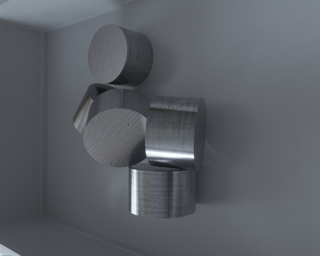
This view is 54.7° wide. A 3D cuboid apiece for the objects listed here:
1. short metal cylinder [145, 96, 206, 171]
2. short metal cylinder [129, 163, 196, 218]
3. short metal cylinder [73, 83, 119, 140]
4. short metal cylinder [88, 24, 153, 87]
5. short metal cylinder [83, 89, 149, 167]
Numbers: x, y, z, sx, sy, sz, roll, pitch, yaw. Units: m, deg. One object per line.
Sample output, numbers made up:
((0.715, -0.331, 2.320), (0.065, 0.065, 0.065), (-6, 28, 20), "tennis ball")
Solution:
((0.020, 0.005, 0.346), (0.050, 0.080, 0.079), (4, 93, 16), "short metal cylinder")
((0.003, 0.071, 0.369), (0.080, 0.081, 0.050), (1, 91, 40), "short metal cylinder")
((-0.073, -0.018, 0.431), (0.080, 0.081, 0.050), (48, 119, 29), "short metal cylinder")
((-0.056, -0.100, 0.437), (0.080, 0.050, 0.080), (0, 90, 40), "short metal cylinder")
((-0.047, 0.000, 0.369), (0.080, 0.080, 0.050), (-57, 22, 25), "short metal cylinder")
